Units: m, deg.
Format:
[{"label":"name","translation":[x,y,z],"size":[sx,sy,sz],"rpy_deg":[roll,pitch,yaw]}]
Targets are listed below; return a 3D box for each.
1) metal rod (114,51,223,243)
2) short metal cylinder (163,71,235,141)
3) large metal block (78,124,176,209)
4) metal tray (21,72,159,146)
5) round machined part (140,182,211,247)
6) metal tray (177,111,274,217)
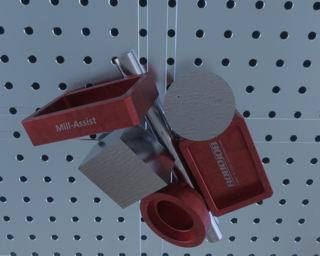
[{"label":"metal rod","translation":[0.019,0.038,0.423],"size":[0.025,0.025,0.299],"rpy_deg":[-24,109,8]},{"label":"short metal cylinder","translation":[0.048,-0.024,0.372],"size":[0.080,0.050,0.080],"rpy_deg":[-1,86,11]},{"label":"large metal block","translation":[-0.041,0.045,0.393],"size":[0.080,0.050,0.080],"rpy_deg":[-34,108,30]},{"label":"metal tray","translation":[-0.075,-0.023,0.350],"size":[0.130,0.090,0.030],"rpy_deg":[-11,112,19]},{"label":"round machined part","translation":[0.025,0.114,0.427],"size":[0.098,0.042,0.097],"rpy_deg":[17,129,23]},{"label":"metal tray","translation":[0.090,0.051,0.427],"size":[0.090,0.030,0.129],"rpy_deg":[-24,109,8]}]
